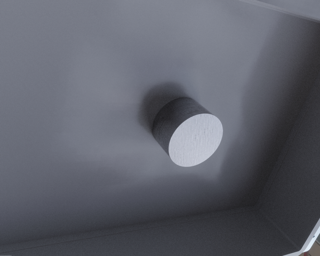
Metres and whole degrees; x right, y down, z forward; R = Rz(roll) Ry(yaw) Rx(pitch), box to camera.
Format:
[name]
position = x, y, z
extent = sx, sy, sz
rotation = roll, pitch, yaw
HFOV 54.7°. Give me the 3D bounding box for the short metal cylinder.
[short metal cylinder]
position = 0.037, 0.005, 0.418
extent = 0.081, 0.050, 0.079
rotation = -14, 125, -21
